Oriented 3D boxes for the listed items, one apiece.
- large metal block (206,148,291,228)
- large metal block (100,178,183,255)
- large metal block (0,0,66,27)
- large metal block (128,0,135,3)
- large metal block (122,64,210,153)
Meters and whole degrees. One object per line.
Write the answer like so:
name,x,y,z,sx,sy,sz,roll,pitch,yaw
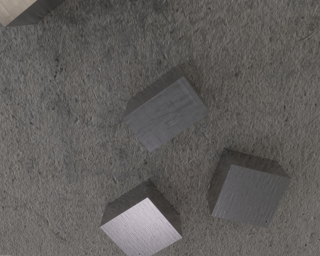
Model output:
large metal block,0.118,0.082,0.428,0.080,0.050,0.079,14,110,-6
large metal block,-0.025,0.134,0.445,0.080,0.050,0.080,-34,107,11
large metal block,-0.132,-0.152,0.323,0.080,0.080,0.050,-33,107,11
large metal block,-0.027,-0.193,0.325,0.080,0.050,0.080,-38,106,12
large metal block,0.007,-0.027,0.370,0.080,0.080,0.050,-34,107,11
